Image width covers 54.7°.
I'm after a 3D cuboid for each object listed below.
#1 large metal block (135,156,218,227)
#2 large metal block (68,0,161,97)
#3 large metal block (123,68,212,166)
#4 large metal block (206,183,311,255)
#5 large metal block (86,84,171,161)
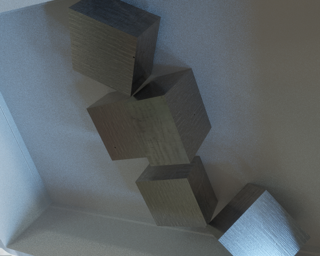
[{"bbox_3d":[0.025,0.090,0.434,0.080,0.050,0.080,-10,113,32],"label":"large metal block"},{"bbox_3d":[-0.052,-0.094,0.350,0.080,0.050,0.079,26,140,11],"label":"large metal block"},{"bbox_3d":[0.013,-0.013,0.357,0.050,0.080,0.080,-9,114,32],"label":"large metal block"},{"bbox_3d":[0.118,0.128,0.382,0.080,0.080,0.050,47,173,-5],"label":"large metal block"},{"bbox_3d":[-0.035,-0.007,0.405,0.080,0.050,0.080,-9,114,31],"label":"large metal block"}]
